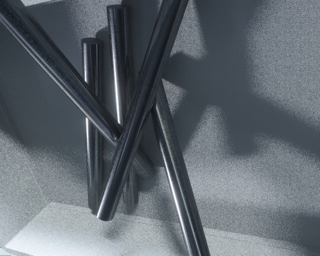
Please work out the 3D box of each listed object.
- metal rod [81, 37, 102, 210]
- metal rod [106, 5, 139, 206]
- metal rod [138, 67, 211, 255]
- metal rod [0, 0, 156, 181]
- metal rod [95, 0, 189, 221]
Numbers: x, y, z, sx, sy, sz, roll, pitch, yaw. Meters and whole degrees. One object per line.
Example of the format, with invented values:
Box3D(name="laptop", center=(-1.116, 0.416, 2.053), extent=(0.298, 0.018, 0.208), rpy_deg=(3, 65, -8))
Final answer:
Box3D(name="metal rod", center=(-0.100, 0.014, 0.467), extent=(0.025, 0.025, 0.298), rpy_deg=(19, 126, 17))
Box3D(name="metal rod", center=(-0.047, -0.010, 0.425), extent=(0.025, 0.025, 0.298), rpy_deg=(13, 124, 20))
Box3D(name="metal rod", center=(0.025, 0.074, 0.365), extent=(0.025, 0.025, 0.298), rpy_deg=(-18, 86, 34))
Box3D(name="metal rod", center=(-0.075, -0.020, 0.353), extent=(0.025, 0.025, 0.300), rpy_deg=(0, 144, 28))
Box3D(name="metal rod", center=(-0.026, -0.015, 0.358), extent=(0.025, 0.025, 0.298), rpy_deg=(25, 112, 12))
